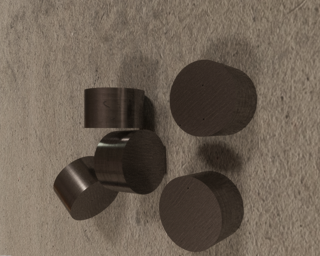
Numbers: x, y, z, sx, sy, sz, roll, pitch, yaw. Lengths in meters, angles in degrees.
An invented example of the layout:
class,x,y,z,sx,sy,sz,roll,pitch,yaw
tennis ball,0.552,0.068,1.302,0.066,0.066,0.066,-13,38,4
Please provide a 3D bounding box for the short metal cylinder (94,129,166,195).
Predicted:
class,x,y,z,sx,sy,sz,roll,pitch,yaw
short metal cylinder,-0.037,0.043,0.397,0.050,0.081,0.079,-3,88,40

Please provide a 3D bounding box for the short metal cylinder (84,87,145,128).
class,x,y,z,sx,sy,sz,roll,pitch,yaw
short metal cylinder,-0.061,-0.025,0.417,0.080,0.081,0.050,0,90,39

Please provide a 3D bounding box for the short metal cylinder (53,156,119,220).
class,x,y,z,sx,sy,sz,roll,pitch,yaw
short metal cylinder,-0.107,0.088,0.454,0.050,0.081,0.079,42,115,31

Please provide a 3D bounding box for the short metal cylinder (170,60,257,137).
class,x,y,z,sx,sy,sz,roll,pitch,yaw
short metal cylinder,0.058,-0.031,0.340,0.080,0.050,0.079,0,90,39

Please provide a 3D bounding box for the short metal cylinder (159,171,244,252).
class,x,y,z,sx,sy,sz,roll,pitch,yaw
short metal cylinder,0.046,0.091,0.349,0.080,0.050,0.079,0,90,39
